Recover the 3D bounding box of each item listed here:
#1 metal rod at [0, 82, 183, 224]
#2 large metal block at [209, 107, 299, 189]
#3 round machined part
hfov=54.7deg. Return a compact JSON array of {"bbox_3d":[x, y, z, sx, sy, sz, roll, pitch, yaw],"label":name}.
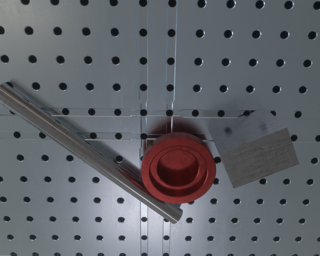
[{"bbox_3d":[-0.090,0.042,0.427,0.301,0.025,0.025,38,106,-13],"label":"metal rod"},{"bbox_3d":[0.114,0.022,0.393,0.080,0.080,0.050,-23,109,8],"label":"large metal block"},{"bbox_3d":[0.024,0.050,0.423,0.099,0.042,0.097,0,110,0],"label":"round machined part"}]
